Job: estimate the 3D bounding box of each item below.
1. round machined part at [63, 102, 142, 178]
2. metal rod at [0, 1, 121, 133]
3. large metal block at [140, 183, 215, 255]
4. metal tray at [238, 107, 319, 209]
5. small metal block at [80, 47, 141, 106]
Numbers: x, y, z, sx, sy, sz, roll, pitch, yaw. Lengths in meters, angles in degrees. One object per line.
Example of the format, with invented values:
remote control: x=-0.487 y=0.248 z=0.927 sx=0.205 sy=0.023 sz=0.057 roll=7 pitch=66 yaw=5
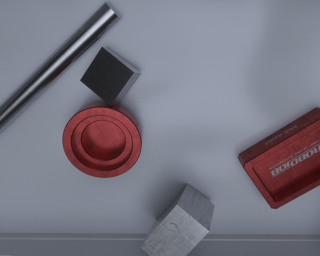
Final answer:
round machined part: x=-0.072 y=0.013 z=0.406 sx=0.099 sy=0.042 sz=0.097 roll=0 pitch=110 yaw=-1
metal rod: x=-0.168 y=-0.045 z=0.392 sx=0.300 sy=0.025 sz=0.025 roll=-39 pitch=106 yaw=12
large metal block: x=0.027 y=0.133 z=0.425 sx=0.050 sy=0.080 sz=0.080 roll=39 pitch=106 yaw=6
metal tray: x=0.188 y=0.044 z=0.427 sx=0.130 sy=0.030 sz=0.090 roll=-33 pitch=107 yaw=11
small metal block: x=-0.060 y=-0.063 z=0.379 sx=0.050 sy=0.025 sz=0.050 roll=40 pitch=106 yaw=8
